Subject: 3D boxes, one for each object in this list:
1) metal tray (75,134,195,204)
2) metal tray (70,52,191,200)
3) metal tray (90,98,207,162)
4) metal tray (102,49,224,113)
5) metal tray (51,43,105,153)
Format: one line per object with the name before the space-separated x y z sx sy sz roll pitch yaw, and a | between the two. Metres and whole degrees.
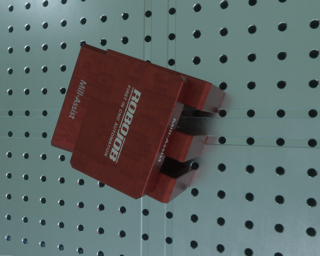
metal tray | -0.030 0.044 0.389 0.130 0.090 0.030 22 98 18
metal tray | -0.033 -0.004 0.325 0.090 0.030 0.129 22 97 19
metal tray | -0.015 0.001 0.382 0.130 0.090 0.030 21 96 17
metal tray | 0.005 -0.055 0.375 0.130 0.090 0.030 22 98 19
metal tray | -0.097 -0.039 0.410 0.030 0.090 0.129 19 97 -3
